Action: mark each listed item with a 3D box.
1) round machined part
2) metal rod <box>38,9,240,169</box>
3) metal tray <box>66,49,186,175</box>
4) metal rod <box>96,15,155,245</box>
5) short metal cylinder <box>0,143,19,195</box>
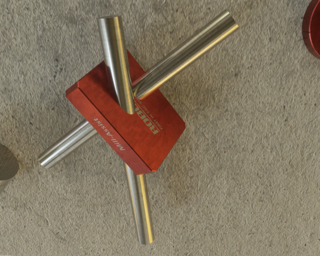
[{"bbox_3d":[0.223,-0.121,0.358,0.099,0.042,0.097,0,110,0],"label":"round machined part"},{"bbox_3d":[-0.040,-0.034,0.373,0.300,0.025,0.025,-34,107,21],"label":"metal rod"},{"bbox_3d":[-0.034,-0.020,0.367,0.030,0.090,0.130,-22,113,46],"label":"metal tray"},{"bbox_3d":[-0.035,0.022,0.374,0.025,0.025,0.298,-6,116,2],"label":"metal rod"},{"bbox_3d":[-0.234,0.055,0.398,0.080,0.080,0.050,37,106,-13],"label":"short metal cylinder"}]
